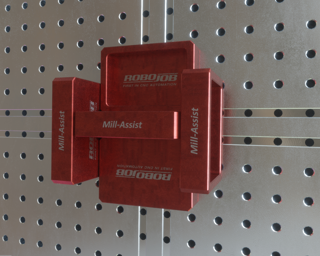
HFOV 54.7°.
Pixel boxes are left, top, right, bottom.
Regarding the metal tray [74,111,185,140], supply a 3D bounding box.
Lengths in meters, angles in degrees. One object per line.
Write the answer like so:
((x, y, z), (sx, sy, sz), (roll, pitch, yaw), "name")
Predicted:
((-0.027, -0.004, 0.385), (0.130, 0.090, 0.030), (1, 91, 19), "metal tray")

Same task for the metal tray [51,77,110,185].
((-0.102, 0.003, 0.412), (0.030, 0.090, 0.129), (1, 90, 20), "metal tray")

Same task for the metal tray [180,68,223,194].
((0.050, 0.003, 0.359), (0.030, 0.090, 0.129), (1, 90, 20), "metal tray")

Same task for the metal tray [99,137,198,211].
((-0.017, 0.057, 0.413), (0.130, 0.030, 0.089), (1, 90, 19), "metal tray")

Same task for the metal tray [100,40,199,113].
((-0.015, -0.064, 0.414), (0.130, 0.030, 0.089), (1, 90, 19), "metal tray")
